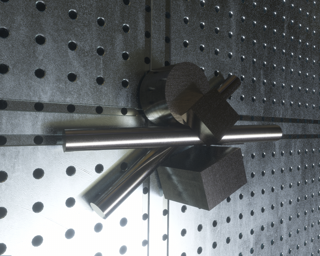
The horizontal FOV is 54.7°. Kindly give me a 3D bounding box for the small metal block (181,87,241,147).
[{"bbox_3d":[0.063,-0.014,0.382,0.050,0.025,0.050,49,59,-3],"label":"small metal block"}]

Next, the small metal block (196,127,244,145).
[{"bbox_3d":[0.090,0.012,0.464,0.050,0.050,0.025,0,90,-39],"label":"small metal block"}]

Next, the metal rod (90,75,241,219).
[{"bbox_3d":[0.026,0.009,0.428,0.302,0.025,0.025,-42,116,-32],"label":"metal rod"}]

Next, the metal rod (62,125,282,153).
[{"bbox_3d":[0.036,0.010,0.389,0.303,0.025,0.025,-1,91,-27],"label":"metal rod"}]

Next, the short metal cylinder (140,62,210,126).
[{"bbox_3d":[0.021,-0.043,0.406,0.081,0.050,0.080,1,89,-40],"label":"short metal cylinder"}]

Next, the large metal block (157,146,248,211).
[{"bbox_3d":[0.056,0.062,0.415,0.081,0.080,0.050,-23,105,-38],"label":"large metal block"}]
